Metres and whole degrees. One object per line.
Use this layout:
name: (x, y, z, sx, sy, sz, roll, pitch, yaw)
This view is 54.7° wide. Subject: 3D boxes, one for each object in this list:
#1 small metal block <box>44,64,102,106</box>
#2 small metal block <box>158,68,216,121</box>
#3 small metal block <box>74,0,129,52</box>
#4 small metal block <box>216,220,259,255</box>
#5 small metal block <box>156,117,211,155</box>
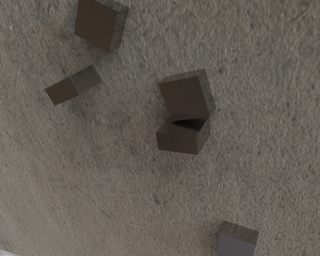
small metal block: (-0.115, -0.058, 0.414, 0.050, 0.050, 0.025, -16, 110, 34)
small metal block: (0.033, -0.038, 0.365, 0.050, 0.025, 0.050, -7, 115, 31)
small metal block: (-0.070, -0.126, 0.364, 0.050, 0.025, 0.050, 28, 128, 9)
small metal block: (0.112, 0.169, 0.451, 0.050, 0.025, 0.050, 14, 124, 20)
small metal block: (0.030, 0.006, 0.378, 0.050, 0.050, 0.025, 6, 121, 25)
